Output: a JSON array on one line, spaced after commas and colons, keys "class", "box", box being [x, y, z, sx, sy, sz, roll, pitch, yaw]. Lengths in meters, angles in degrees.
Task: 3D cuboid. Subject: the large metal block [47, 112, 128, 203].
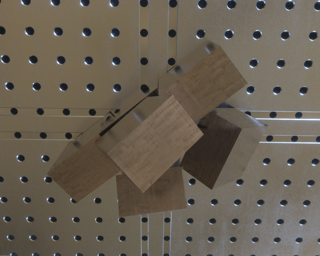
[{"class": "large metal block", "box": [-0.084, 0.034, 0.395, 0.080, 0.080, 0.050, -36, 106, 12]}]

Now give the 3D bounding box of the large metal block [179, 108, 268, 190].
[{"class": "large metal block", "box": [0.080, 0.022, 0.385, 0.050, 0.081, 0.080, 34, 113, 32]}]

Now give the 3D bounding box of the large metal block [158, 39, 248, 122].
[{"class": "large metal block", "box": [0.045, -0.055, 0.364, 0.080, 0.080, 0.050, -37, 106, 12]}]

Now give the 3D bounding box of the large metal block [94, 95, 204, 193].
[{"class": "large metal block", "box": [-0.015, 0.012, 0.321, 0.080, 0.080, 0.050, -43, 106, -12]}]

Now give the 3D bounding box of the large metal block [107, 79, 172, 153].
[{"class": "large metal block", "box": [-0.009, -0.003, 0.400, 0.080, 0.050, 0.080, -37, 106, 12]}]

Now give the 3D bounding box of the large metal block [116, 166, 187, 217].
[{"class": "large metal block", "box": [-0.007, 0.087, 0.408, 0.080, 0.080, 0.050, -8, 74, 3]}]
